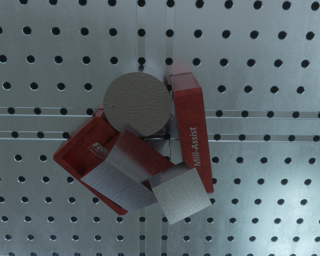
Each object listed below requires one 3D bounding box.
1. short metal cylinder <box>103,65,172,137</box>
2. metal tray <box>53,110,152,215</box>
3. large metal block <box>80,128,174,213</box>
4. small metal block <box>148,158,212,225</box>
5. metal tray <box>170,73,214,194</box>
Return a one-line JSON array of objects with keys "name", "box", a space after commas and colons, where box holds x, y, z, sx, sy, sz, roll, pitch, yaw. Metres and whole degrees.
[{"name": "short metal cylinder", "box": [-0.026, -0.035, 0.387, 0.081, 0.050, 0.079, 0, 110, -1]}, {"name": "metal tray", "box": [-0.066, 0.050, 0.427, 0.090, 0.030, 0.130, -41, 106, 13]}, {"name": "large metal block", "box": [-0.040, 0.056, 0.387, 0.080, 0.050, 0.080, 38, 141, -14]}, {"name": "small metal block", "box": [0.022, 0.069, 0.339, 0.050, 0.025, 0.050, -26, 109, -3]}, {"name": "metal tray", "box": [0.038, 0.006, 0.381, 0.030, 0.090, 0.129, -9, 110, 3]}]
